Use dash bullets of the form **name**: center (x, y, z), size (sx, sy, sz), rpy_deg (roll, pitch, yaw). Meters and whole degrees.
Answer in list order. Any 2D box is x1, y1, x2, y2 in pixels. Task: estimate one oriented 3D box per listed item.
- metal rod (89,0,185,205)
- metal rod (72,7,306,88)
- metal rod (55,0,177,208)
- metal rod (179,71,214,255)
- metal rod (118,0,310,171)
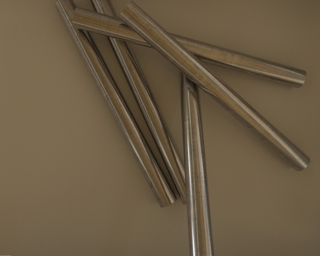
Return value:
- **metal rod**: center (-0.020, -0.040, 0.411), size (0.025, 0.025, 0.299), rpy_deg (-25, 90, 0)
- **metal rod**: center (0.042, -0.101, 0.396), size (0.302, 0.025, 0.025), rpy_deg (14, 90, -7)
- **metal rod**: center (-0.058, -0.033, 0.410), size (0.025, 0.025, 0.299), rpy_deg (-28, 90, 0)
- **metal rod**: center (0.041, 0.053, 0.351), size (0.025, 0.025, 0.299), rpy_deg (-1, 65, 0)
- **metal rod**: center (0.075, -0.044, 0.385), size (0.301, 0.025, 0.025), rpy_deg (39, 90, -11)
